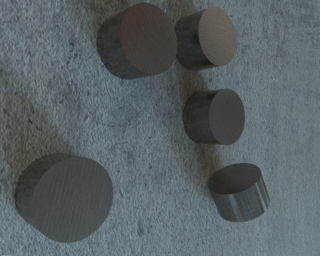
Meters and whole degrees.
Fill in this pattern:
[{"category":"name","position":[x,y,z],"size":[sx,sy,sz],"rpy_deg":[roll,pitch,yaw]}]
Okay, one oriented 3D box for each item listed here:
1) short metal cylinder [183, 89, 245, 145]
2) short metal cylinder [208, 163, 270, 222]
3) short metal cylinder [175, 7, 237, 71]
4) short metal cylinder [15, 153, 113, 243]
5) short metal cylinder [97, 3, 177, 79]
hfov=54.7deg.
[{"category":"short metal cylinder","position":[0.080,-0.016,0.455],"size":[0.081,0.050,0.080],"rpy_deg":[0,90,-40]},{"category":"short metal cylinder","position":[0.119,0.096,0.469],"size":[0.081,0.080,0.050],"rpy_deg":[-35,112,-34]},{"category":"short metal cylinder","position":[0.064,-0.125,0.441],"size":[0.081,0.050,0.080],"rpy_deg":[0,90,-40]},{"category":"short metal cylinder","position":[-0.095,0.067,0.309],"size":[0.081,0.050,0.080],"rpy_deg":[0,90,-40]},{"category":"short metal cylinder","position":[-0.026,-0.100,0.366],"size":[0.081,0.050,0.080],"rpy_deg":[0,90,-40]}]
